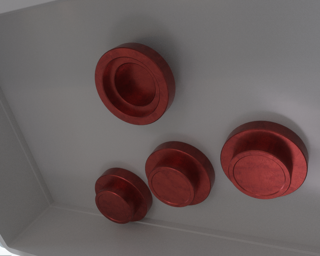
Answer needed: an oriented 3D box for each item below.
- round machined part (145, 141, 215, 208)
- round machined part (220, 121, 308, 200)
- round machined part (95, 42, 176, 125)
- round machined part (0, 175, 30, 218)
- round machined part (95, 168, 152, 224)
[{"bbox_3d":[0.023,0.071,0.429,0.098,0.042,0.097,13,124,21],"label":"round machined part"},{"bbox_3d":[0.119,0.044,0.362,0.098,0.042,0.097,13,124,21],"label":"round machined part"},{"bbox_3d":[-0.026,-0.056,0.377,0.098,0.042,0.097,13,124,21],"label":"round machined part"},{"bbox_3d":[-0.315,0.138,0.652,0.098,0.042,0.097,13,124,21],"label":"round machined part"},{"bbox_3d":[-0.065,0.117,0.505,0.098,0.042,0.097,13,124,21],"label":"round machined part"}]
